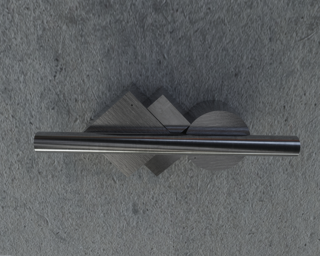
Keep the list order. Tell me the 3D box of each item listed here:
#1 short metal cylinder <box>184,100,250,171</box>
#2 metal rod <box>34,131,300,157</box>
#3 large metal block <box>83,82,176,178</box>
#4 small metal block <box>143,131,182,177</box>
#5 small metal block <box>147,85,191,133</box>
[{"bbox_3d":[0.070,0.008,0.401,0.081,0.050,0.079,0,110,0],"label":"short metal cylinder"},{"bbox_3d":[0.009,0.019,0.363,0.302,0.025,0.025,1,110,-1],"label":"metal rod"},{"bbox_3d":[-0.038,0.002,0.396,0.080,0.050,0.080,-40,106,13],"label":"large metal block"},{"bbox_3d":[0.006,0.029,0.409,0.050,0.050,0.025,-40,106,13],"label":"small metal block"},{"bbox_3d":[0.011,-0.022,0.390,0.025,0.050,0.050,-41,106,13],"label":"small metal block"}]
